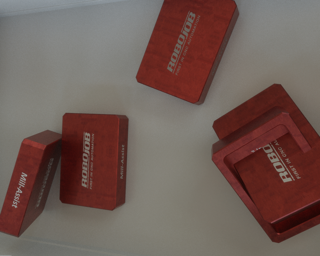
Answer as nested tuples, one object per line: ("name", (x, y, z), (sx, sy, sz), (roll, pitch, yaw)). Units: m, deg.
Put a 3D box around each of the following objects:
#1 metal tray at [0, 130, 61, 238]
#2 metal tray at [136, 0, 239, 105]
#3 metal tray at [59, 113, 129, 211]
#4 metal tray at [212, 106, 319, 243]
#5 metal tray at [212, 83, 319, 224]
("metal tray", (-0.177, 0.073, 0.436), (0.030, 0.090, 0.129), (19, 97, -3))
("metal tray", (0.034, -0.104, 0.396), (0.090, 0.030, 0.129), (24, 98, 18))
("metal tray", (-0.094, 0.045, 0.441), (0.090, 0.030, 0.129), (3, 91, 19))
("metal tray", (0.128, 0.053, 0.339), (0.090, 0.030, 0.130), (-34, 100, 16))
("metal tray", (0.127, 0.026, 0.340), (0.090, 0.030, 0.130), (-33, 60, 17))
